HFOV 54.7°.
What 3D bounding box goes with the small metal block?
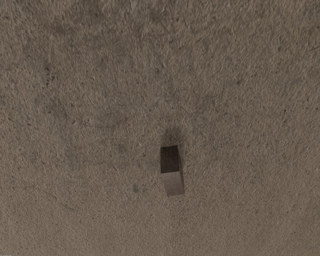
[{"bbox_3d":[0.018,0.061,0.443,0.025,0.050,0.050,-9,130,7],"label":"small metal block"}]
